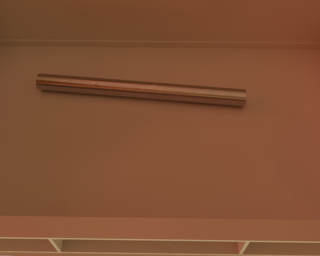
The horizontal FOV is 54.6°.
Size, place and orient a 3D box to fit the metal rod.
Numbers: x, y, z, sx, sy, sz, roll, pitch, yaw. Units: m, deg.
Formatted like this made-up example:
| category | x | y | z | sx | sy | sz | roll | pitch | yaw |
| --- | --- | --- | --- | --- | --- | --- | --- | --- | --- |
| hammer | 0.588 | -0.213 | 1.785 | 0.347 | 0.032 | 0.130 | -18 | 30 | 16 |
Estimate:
| category | x | y | z | sx | sy | sz | roll | pitch | yaw |
| --- | --- | --- | --- | --- | --- | --- | --- | --- | --- |
| metal rod | -0.029 | -0.056 | 0.451 | 0.301 | 0.025 | 0.025 | 5 | 50 | 4 |
